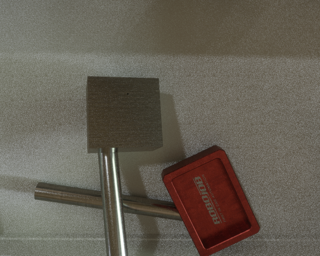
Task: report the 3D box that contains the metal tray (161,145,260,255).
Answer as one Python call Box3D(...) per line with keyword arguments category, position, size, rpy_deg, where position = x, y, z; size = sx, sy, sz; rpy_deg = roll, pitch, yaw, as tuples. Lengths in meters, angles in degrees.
Box3D(category="metal tray", position=(0.069, 0.100, 0.427), size=(0.090, 0.030, 0.129), rpy_deg=(-26, 98, 0))

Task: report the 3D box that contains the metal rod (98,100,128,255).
Box3D(category="metal rod", position=(-0.056, 0.113, 0.377), size=(0.025, 0.025, 0.298), rpy_deg=(-7, 81, 2))

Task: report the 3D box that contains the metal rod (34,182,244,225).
Box3D(category="metal rod", position=(-0.026, 0.115, 0.453), size=(0.302, 0.025, 0.025), rpy_deg=(10, 110, -4))

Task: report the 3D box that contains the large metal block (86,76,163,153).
Box3D(category="large metal block", position=(-0.044, -0.014, 0.365), size=(0.081, 0.050, 0.080), rpy_deg=(-1, 80, -15))
